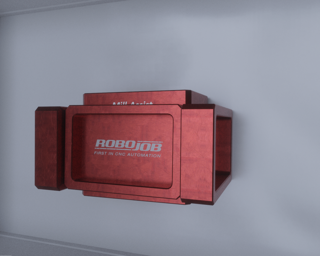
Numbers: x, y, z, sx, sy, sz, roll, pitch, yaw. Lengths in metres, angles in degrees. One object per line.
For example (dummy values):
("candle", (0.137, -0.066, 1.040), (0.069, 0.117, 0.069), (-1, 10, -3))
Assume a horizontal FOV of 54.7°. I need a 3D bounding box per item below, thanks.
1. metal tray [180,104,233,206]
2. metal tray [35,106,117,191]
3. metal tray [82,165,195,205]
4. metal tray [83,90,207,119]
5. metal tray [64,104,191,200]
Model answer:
("metal tray", (0.054, 0.022, 0.333), (0.030, 0.130, 0.089), (1, 91, 20))
("metal tray", (-0.098, 0.021, 0.388), (0.030, 0.130, 0.089), (1, 91, 20))
("metal tray", (-0.016, 0.064, 0.378), (0.130, 0.090, 0.030), (0, 90, 20))
("metal tray", (-0.015, -0.026, 0.378), (0.130, 0.090, 0.030), (0, 91, 20))
("metal tray", (-0.035, 0.021, 0.323), (0.130, 0.030, 0.089), (1, 90, 19))
